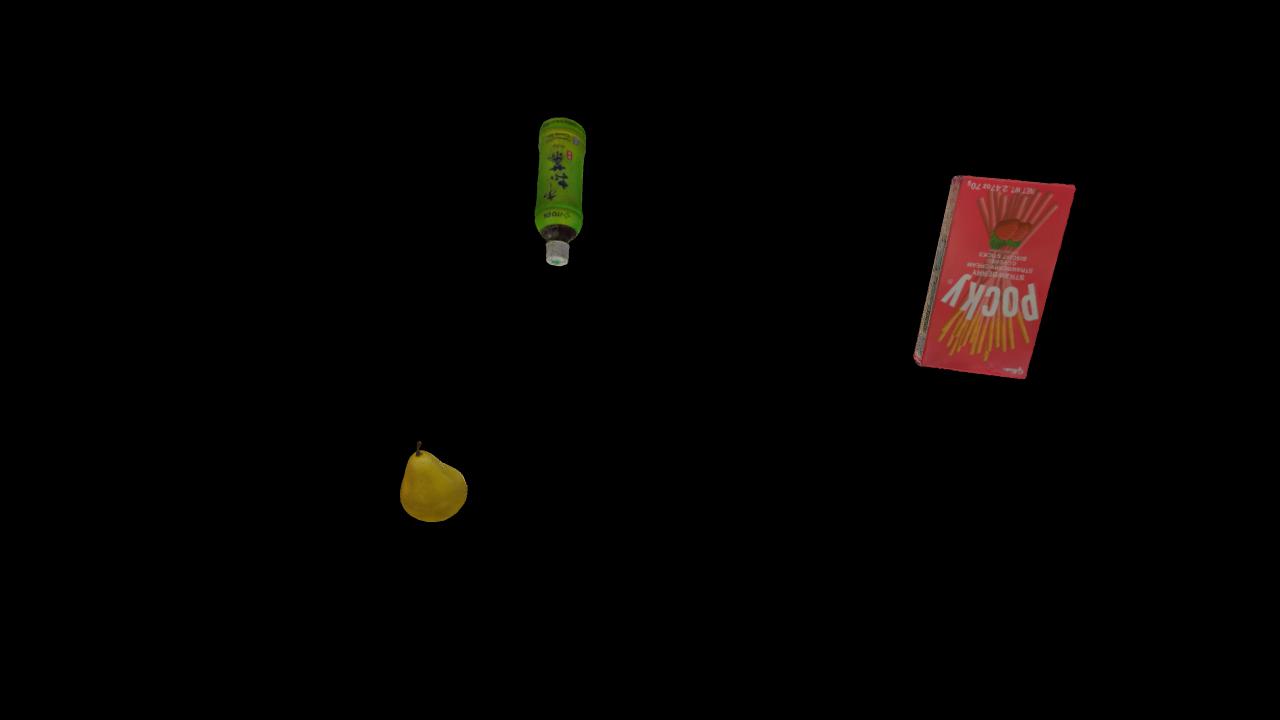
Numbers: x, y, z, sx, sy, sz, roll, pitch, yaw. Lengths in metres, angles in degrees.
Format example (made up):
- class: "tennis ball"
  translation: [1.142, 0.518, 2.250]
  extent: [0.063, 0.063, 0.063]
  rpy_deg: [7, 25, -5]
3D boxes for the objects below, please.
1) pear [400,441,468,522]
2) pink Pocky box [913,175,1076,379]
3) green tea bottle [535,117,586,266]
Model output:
- class: "pear"
  translation: [-0.261, 0.145, 0.748]
  extent: [0.080, 0.111, 0.080]
  rpy_deg: [-14, 32, 9]
- class: "pink Pocky box"
  translation: [0.280, -0.065, 0.494]
  extent: [0.084, 0.155, 0.029]
  rpy_deg: [8, 15, 7]
- class: "green tea bottle"
  translation: [-0.112, -0.235, 0.870]
  extent: [0.073, 0.212, 0.073]
  rpy_deg: [-2, -17, -1]
